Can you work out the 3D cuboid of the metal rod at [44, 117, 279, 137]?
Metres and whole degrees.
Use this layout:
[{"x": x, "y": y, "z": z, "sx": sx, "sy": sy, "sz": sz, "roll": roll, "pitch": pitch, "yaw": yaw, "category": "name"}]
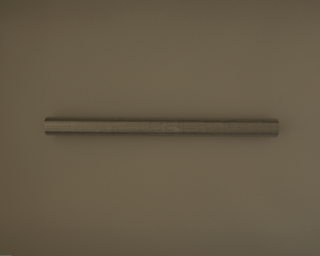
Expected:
[{"x": 0.003, "y": -0.001, "z": 0.409, "sx": 0.302, "sy": 0.025, "sz": 0.025, "roll": 0, "pitch": 90, "yaw": -1, "category": "metal rod"}]
